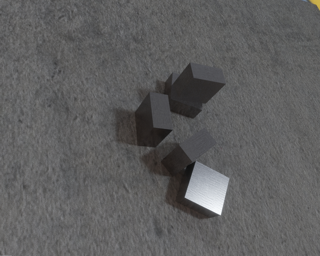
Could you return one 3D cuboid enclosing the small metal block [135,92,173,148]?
[{"bbox_3d":[-0.009,-0.009,0.390,0.025,0.050,0.050,7,59,-25],"label":"small metal block"}]

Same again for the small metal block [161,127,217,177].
[{"bbox_3d":[0.036,0.031,0.390,0.050,0.050,0.025,-30,79,-38],"label":"small metal block"}]

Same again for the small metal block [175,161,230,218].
[{"bbox_3d":[0.053,0.076,0.384,0.050,0.025,0.050,28,58,-11],"label":"small metal block"}]

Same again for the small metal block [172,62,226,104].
[{"bbox_3d":[0.052,-0.060,0.422,0.050,0.050,0.025,6,60,-26],"label":"small metal block"}]

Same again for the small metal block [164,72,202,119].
[{"bbox_3d":[0.034,-0.047,0.453,0.050,0.025,0.050,18,55,-18],"label":"small metal block"}]
